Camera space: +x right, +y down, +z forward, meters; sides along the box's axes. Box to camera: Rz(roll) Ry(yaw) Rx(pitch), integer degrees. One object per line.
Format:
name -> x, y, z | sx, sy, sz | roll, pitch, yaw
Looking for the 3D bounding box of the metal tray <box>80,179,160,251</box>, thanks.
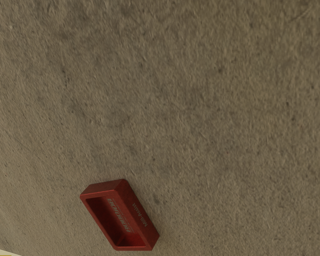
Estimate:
metal tray -> -0.069, 0.152, 0.531 | 0.090, 0.030, 0.130 | -16, 111, 34
